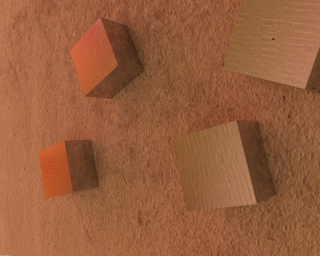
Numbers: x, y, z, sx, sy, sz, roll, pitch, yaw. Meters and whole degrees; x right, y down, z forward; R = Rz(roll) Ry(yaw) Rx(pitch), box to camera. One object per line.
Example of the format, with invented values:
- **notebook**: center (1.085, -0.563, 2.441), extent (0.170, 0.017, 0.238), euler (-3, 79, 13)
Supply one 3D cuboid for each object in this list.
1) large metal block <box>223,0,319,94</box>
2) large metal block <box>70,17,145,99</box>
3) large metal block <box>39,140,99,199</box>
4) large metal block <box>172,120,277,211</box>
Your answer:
- **large metal block**: center (0.117, -0.083, 0.292), extent (0.080, 0.050, 0.079), euler (24, 105, 37)
- **large metal block**: center (-0.079, -0.099, 0.454), extent (0.080, 0.050, 0.080), euler (-34, 69, 35)
- **large metal block**: center (-0.153, 0.068, 0.515), extent (0.080, 0.050, 0.080), euler (-20, 77, 38)
- **large metal block**: center (0.067, 0.041, 0.333), extent (0.080, 0.050, 0.080), euler (-19, 78, 38)
